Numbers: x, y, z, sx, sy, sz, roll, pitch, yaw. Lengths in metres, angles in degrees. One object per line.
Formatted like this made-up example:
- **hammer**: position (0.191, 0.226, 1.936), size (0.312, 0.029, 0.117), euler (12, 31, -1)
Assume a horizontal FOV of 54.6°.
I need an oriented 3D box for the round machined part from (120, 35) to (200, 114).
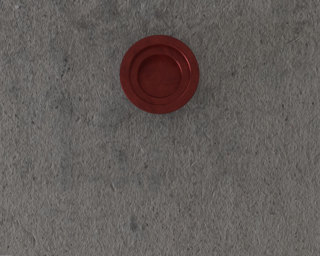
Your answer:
- **round machined part**: position (0.000, -0.066, 0.401), size (0.099, 0.042, 0.097), euler (0, 90, 0)
